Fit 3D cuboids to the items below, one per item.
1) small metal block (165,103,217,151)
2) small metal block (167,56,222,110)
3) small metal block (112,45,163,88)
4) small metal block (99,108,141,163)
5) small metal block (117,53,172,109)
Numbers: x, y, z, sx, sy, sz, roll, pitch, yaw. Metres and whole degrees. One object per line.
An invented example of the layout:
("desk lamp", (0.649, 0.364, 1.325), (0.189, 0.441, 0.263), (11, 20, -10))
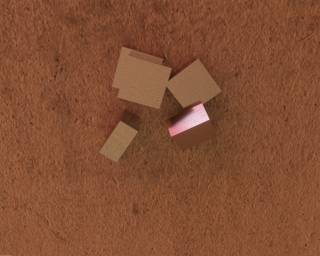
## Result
("small metal block", (0.041, 0.000, 0.396), (0.050, 0.025, 0.050), (-25, 149, 9))
("small metal block", (0.041, -0.054, 0.390), (0.050, 0.025, 0.050), (-36, 106, 12))
("small metal block", (-0.027, -0.070, 0.383), (0.050, 0.025, 0.050), (16, 109, -6))
("small metal block", (-0.050, 0.008, 0.399), (0.025, 0.050, 0.050), (32, 107, -11))
("small metal block", (-0.018, -0.055, 0.363), (0.050, 0.025, 0.050), (16, 109, -6))
